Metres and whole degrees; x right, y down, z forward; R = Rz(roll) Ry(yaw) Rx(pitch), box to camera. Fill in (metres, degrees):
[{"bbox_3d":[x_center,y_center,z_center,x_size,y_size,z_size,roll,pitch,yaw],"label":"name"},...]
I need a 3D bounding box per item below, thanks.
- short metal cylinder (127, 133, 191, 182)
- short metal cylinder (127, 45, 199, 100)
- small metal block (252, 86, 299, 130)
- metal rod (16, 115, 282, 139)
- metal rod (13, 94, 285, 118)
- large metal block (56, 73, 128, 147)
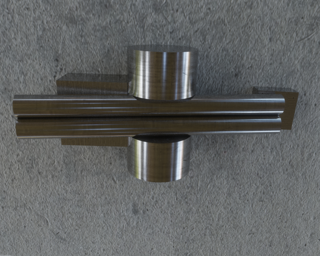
[{"bbox_3d":[-0.001,0.027,0.391,0.081,0.080,0.050,1,110,-1],"label":"short metal cylinder"},{"bbox_3d":[0.003,-0.067,0.357,0.081,0.080,0.050,1,110,-1],"label":"short metal cylinder"},{"bbox_3d":[0.146,-0.026,0.403,0.050,0.025,0.050,3,110,-1],"label":"small metal block"},{"bbox_3d":[-0.005,-0.003,0.362,0.302,0.025,0.025,-1,110,-8],"label":"metal rod"},{"bbox_3d":[-0.004,-0.026,0.354,0.302,0.025,0.025,-1,110,-8],"label":"metal rod"},{"bbox_3d":[-0.079,-0.024,0.388,0.081,0.050,0.079,2,110,-1],"label":"large metal block"}]
